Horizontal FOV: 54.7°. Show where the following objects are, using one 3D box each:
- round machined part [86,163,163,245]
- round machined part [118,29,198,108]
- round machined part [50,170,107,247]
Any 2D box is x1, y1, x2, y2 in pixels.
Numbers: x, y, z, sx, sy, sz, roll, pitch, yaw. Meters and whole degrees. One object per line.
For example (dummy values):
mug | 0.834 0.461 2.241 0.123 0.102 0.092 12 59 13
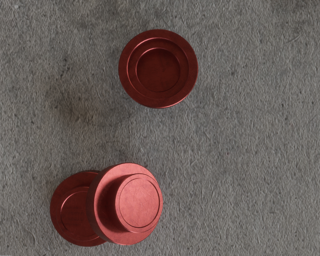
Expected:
round machined part | -0.035 0.091 0.375 0.099 0.042 0.098 11 72 -36
round machined part | -0.002 -0.073 0.401 0.099 0.042 0.097 0 90 0
round machined part | -0.094 0.106 0.401 0.099 0.042 0.097 0 90 0
